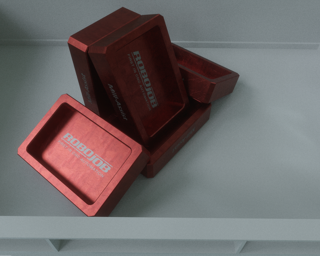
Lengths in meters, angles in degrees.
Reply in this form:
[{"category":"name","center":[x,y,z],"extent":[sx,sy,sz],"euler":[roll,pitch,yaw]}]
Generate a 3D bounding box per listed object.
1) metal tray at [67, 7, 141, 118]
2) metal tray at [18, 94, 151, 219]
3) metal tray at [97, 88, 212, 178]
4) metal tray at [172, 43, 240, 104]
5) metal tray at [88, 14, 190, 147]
[{"category":"metal tray","center":[-0.059,-0.073,0.394],"extent":[0.030,0.129,0.090],"euler":[32,57,25]},{"category":"metal tray","center":[-0.088,0.029,0.352],"extent":[0.130,0.030,0.090],"euler":[33,81,24]},{"category":"metal tray","center":[-0.005,-0.007,0.405],"extent":[0.090,0.030,0.131],"euler":[32,57,23]},{"category":"metal tray","center":[0.038,-0.085,0.449],"extent":[0.130,0.030,0.091],"euler":[32,31,23]},{"category":"metal tray","center":[-0.017,-0.054,0.364],"extent":[0.030,0.129,0.090],"euler":[15,47,43]}]
